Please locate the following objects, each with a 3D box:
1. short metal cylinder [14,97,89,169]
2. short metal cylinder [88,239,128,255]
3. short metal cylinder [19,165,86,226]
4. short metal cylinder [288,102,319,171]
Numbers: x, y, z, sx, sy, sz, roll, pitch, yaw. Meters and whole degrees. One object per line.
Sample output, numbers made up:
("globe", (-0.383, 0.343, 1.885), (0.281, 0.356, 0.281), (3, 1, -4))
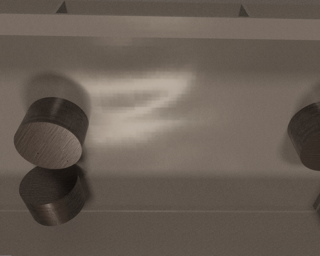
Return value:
("short metal cylinder", (-0.136, 0.007, 0.397), (0.081, 0.050, 0.079), (0, 130, 0))
("short metal cylinder", (-0.106, 0.265, 0.620), (0.081, 0.050, 0.079), (-1, 130, 0))
("short metal cylinder", (-0.154, 0.094, 0.450), (0.080, 0.080, 0.050), (-3, 130, 2))
("short metal cylinder", (0.217, 0.011, 0.406), (0.081, 0.050, 0.079), (0, 130, 0))
